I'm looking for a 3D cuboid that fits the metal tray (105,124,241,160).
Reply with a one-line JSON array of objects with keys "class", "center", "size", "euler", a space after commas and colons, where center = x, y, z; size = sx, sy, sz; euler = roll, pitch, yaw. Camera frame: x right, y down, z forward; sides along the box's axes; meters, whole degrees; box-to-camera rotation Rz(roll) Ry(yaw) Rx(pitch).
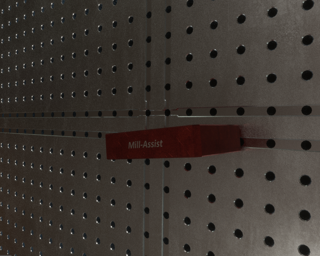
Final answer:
[{"class": "metal tray", "center": [0.013, 0.017, 0.354], "size": [0.130, 0.091, 0.030], "euler": [-6, 86, 39]}]
